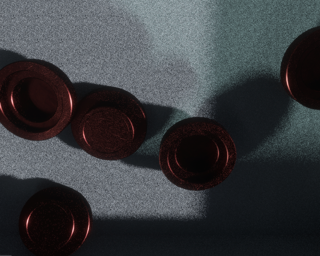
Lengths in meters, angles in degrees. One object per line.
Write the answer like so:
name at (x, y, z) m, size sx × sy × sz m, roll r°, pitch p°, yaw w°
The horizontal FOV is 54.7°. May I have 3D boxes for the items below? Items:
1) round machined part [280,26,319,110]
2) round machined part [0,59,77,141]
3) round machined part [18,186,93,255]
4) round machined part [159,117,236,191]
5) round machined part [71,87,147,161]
round machined part at (0.195, -0.074, 0.376) m, size 0.099 × 0.042 × 0.097 m, roll 0°, pitch 110°, yaw 0°
round machined part at (-0.151, -0.037, 0.385) m, size 0.099 × 0.042 × 0.097 m, roll 1°, pitch 109°, yaw 3°
round machined part at (-0.147, 0.131, 0.427) m, size 0.099 × 0.042 × 0.097 m, roll 0°, pitch 81°, yaw 1°
round machined part at (0.048, 0.031, 0.414) m, size 0.099 × 0.042 × 0.097 m, roll 0°, pitch 110°, yaw 0°
round machined part at (-0.066, -0.001, 0.401) m, size 0.099 × 0.042 × 0.097 m, roll 0°, pitch 110°, yaw 0°
